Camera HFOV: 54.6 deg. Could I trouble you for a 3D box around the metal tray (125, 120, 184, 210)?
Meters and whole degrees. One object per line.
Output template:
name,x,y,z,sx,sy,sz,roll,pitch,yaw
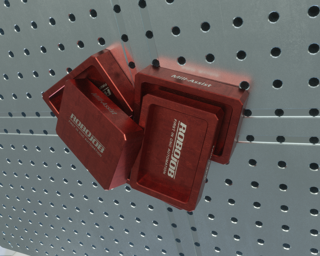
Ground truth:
metal tray,-0.010,0.053,0.446,0.130,0.030,0.089,24,127,14

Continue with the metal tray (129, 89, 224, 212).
metal tray,0.017,0.028,0.376,0.090,0.030,0.129,18,114,18

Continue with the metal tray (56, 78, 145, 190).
metal tray,-0.084,0.005,0.403,0.130,0.030,0.089,41,125,29

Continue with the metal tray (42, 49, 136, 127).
metal tray,-0.097,-0.039,0.435,0.130,0.030,0.090,-24,105,37

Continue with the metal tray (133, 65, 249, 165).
metal tray,0.032,-0.017,0.380,0.130,0.030,0.089,18,125,18
